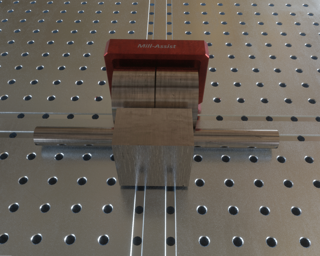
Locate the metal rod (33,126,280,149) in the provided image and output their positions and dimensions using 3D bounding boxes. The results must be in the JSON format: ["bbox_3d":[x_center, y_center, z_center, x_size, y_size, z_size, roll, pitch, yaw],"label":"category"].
[{"bbox_3d":[-0.004,0.012,0.392,0.302,0.025,0.025,1,50,0],"label":"metal rod"}]

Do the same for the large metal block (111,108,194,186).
[{"bbox_3d":[-0.006,0.023,0.347,0.081,0.080,0.050,1,50,0],"label":"large metal block"}]

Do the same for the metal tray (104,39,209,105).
[{"bbox_3d":[-0.004,-0.074,0.423,0.131,0.089,0.030,1,50,0],"label":"metal tray"}]

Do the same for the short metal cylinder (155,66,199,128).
[{"bbox_3d":[0.021,-0.039,0.401,0.050,0.080,0.080,1,50,1],"label":"short metal cylinder"}]

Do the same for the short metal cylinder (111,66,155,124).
[{"bbox_3d":[-0.031,-0.040,0.401,0.050,0.080,0.080,1,50,0],"label":"short metal cylinder"}]
